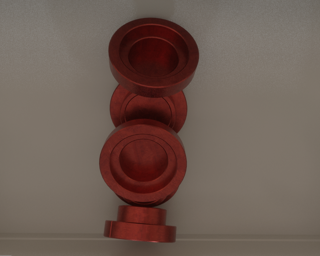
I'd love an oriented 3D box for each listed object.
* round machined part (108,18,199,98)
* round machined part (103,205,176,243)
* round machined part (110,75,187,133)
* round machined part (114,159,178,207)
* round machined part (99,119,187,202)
[{"bbox_3d":[-0.008,-0.075,0.353,0.099,0.098,0.042,7,152,-3],"label":"round machined part"},{"bbox_3d":[-0.026,0.132,0.430,0.099,0.098,0.042,6,73,-3],"label":"round machined part"},{"bbox_3d":[-0.014,-0.022,0.392,0.099,0.042,0.097,0,110,-1],"label":"round machined part"},{"bbox_3d":[-0.021,0.069,0.425,0.099,0.042,0.097,0,110,-1],"label":"round machined part"},{"bbox_3d":[-0.019,0.035,0.367,0.099,0.042,0.097,0,110,-1],"label":"round machined part"}]
